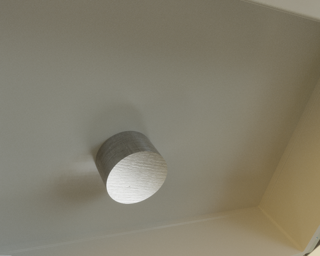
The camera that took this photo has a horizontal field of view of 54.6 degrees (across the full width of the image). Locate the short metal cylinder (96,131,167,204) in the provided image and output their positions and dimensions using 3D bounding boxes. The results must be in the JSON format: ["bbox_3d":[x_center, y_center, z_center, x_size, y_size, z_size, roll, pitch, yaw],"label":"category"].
[{"bbox_3d":[-0.037,0.051,0.403,0.081,0.050,0.080,-14,124,-21],"label":"short metal cylinder"}]
